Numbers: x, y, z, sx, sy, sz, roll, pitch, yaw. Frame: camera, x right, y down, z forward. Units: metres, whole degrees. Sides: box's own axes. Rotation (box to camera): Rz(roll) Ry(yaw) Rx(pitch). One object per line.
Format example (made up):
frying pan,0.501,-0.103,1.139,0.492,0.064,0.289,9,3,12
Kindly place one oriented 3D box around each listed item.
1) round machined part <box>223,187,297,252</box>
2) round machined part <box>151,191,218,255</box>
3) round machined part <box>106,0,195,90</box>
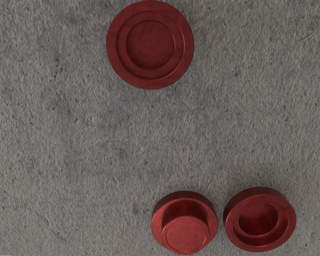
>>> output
round machined part,0.140,0.127,0.448,0.099,0.042,0.097,0,110,0
round machined part,0.036,0.145,0.454,0.099,0.042,0.097,0,110,0
round machined part,-0.011,-0.097,0.365,0.099,0.042,0.097,0,110,0
